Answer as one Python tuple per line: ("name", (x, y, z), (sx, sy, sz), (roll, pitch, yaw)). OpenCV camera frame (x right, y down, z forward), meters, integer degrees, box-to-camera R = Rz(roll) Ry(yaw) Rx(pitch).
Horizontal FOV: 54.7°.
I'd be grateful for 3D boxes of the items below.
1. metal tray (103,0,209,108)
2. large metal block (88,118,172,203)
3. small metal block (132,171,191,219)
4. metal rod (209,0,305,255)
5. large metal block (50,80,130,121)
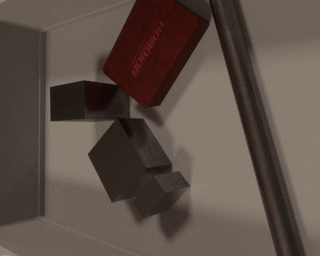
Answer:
("metal tray", (-0.010, -0.102, 0.399), (0.090, 0.030, 0.129), (41, 115, 19))
("large metal block", (-0.043, 0.042, 0.424), (0.080, 0.050, 0.080), (-47, 62, 29))
("small metal block", (0.002, 0.083, 0.387), (0.025, 0.050, 0.050), (51, 120, 27))
("metal rod", (0.098, -0.006, 0.324), (0.025, 0.025, 0.299), (-20, 77, 38))
("large metal block", (-0.102, -0.036, 0.452), (0.080, 0.081, 0.050), (-2, 89, 39))
